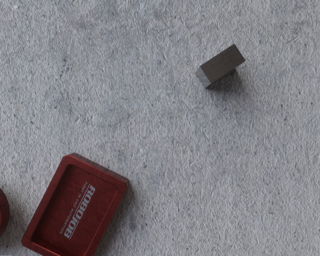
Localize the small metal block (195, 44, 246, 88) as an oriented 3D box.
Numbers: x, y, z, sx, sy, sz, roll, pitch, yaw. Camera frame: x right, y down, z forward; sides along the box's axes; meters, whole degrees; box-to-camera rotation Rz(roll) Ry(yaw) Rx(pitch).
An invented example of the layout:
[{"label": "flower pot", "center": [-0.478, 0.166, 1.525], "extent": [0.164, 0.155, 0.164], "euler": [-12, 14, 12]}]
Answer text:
[{"label": "small metal block", "center": [0.076, -0.078, 0.398], "extent": [0.050, 0.050, 0.025], "euler": [-33, 90, 0]}]

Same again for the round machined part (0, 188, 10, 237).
[{"label": "round machined part", "center": [-0.243, 0.109, 0.399], "extent": [0.099, 0.042, 0.097], "euler": [0, 90, 0]}]

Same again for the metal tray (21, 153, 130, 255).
[{"label": "metal tray", "center": [-0.109, 0.109, 0.406], "extent": [0.090, 0.030, 0.130], "euler": [27, 90, 0]}]
